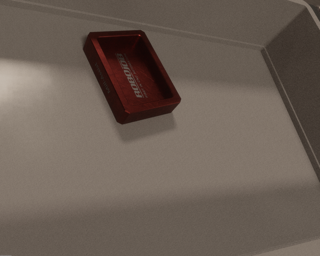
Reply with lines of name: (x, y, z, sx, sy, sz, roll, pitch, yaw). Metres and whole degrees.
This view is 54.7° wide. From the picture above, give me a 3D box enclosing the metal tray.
metal tray: (-0.039, -0.075, 0.428, 0.091, 0.030, 0.130, -15, 70, -35)
